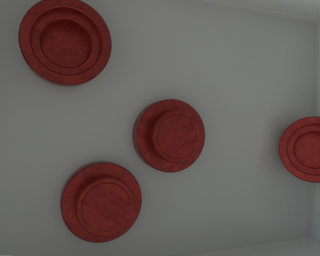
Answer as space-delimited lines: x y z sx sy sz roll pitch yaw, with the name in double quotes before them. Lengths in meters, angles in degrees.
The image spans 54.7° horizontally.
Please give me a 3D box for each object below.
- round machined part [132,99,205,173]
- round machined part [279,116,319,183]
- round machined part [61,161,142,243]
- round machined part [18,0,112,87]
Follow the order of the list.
"round machined part" 0.017 0.010 0.409 0.099 0.042 0.097 0 90 -21
"round machined part" 0.235 0.034 0.473 0.098 0.042 0.097 -3 81 22
"round machined part" -0.069 0.091 0.377 0.099 0.042 0.097 0 90 -21
"round machined part" -0.110 -0.096 0.361 0.099 0.042 0.097 0 90 -21
